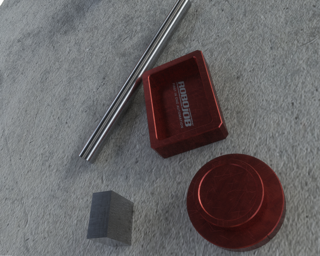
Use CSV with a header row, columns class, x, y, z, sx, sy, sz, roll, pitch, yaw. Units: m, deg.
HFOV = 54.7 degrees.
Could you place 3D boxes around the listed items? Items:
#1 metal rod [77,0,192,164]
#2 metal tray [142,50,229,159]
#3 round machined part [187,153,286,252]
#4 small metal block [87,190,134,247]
class,x,y,z,sx,sy,sz,roll,pitch,yaw
metal rod,-0.032,-0.081,0.470,0.025,0.025,0.300,19,71,35
metal tray,0.028,-0.034,0.406,0.090,0.030,0.130,-20,54,16
round machined part,0.073,0.070,0.312,0.098,0.042,0.098,-13,56,21
small metal block,-0.055,0.104,0.353,0.025,0.050,0.050,-12,57,22
